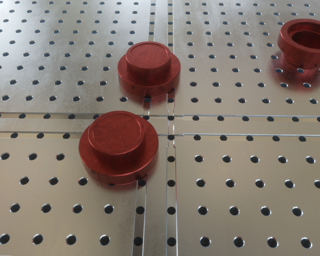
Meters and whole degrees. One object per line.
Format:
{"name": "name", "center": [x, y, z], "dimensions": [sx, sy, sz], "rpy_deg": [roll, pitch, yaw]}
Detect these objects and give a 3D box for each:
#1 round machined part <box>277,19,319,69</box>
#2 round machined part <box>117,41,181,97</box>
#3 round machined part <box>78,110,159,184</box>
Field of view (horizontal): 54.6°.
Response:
{"name": "round machined part", "center": [0.244, -0.136, 0.512], "dimensions": [0.099, 0.042, 0.098], "rpy_deg": [0, 50, 0]}
{"name": "round machined part", "center": [-0.017, -0.097, 0.478], "dimensions": [0.099, 0.042, 0.098], "rpy_deg": [0, 50, 0]}
{"name": "round machined part", "center": [-0.051, 0.017, 0.383], "dimensions": [0.099, 0.042, 0.098], "rpy_deg": [0, 50, 0]}
